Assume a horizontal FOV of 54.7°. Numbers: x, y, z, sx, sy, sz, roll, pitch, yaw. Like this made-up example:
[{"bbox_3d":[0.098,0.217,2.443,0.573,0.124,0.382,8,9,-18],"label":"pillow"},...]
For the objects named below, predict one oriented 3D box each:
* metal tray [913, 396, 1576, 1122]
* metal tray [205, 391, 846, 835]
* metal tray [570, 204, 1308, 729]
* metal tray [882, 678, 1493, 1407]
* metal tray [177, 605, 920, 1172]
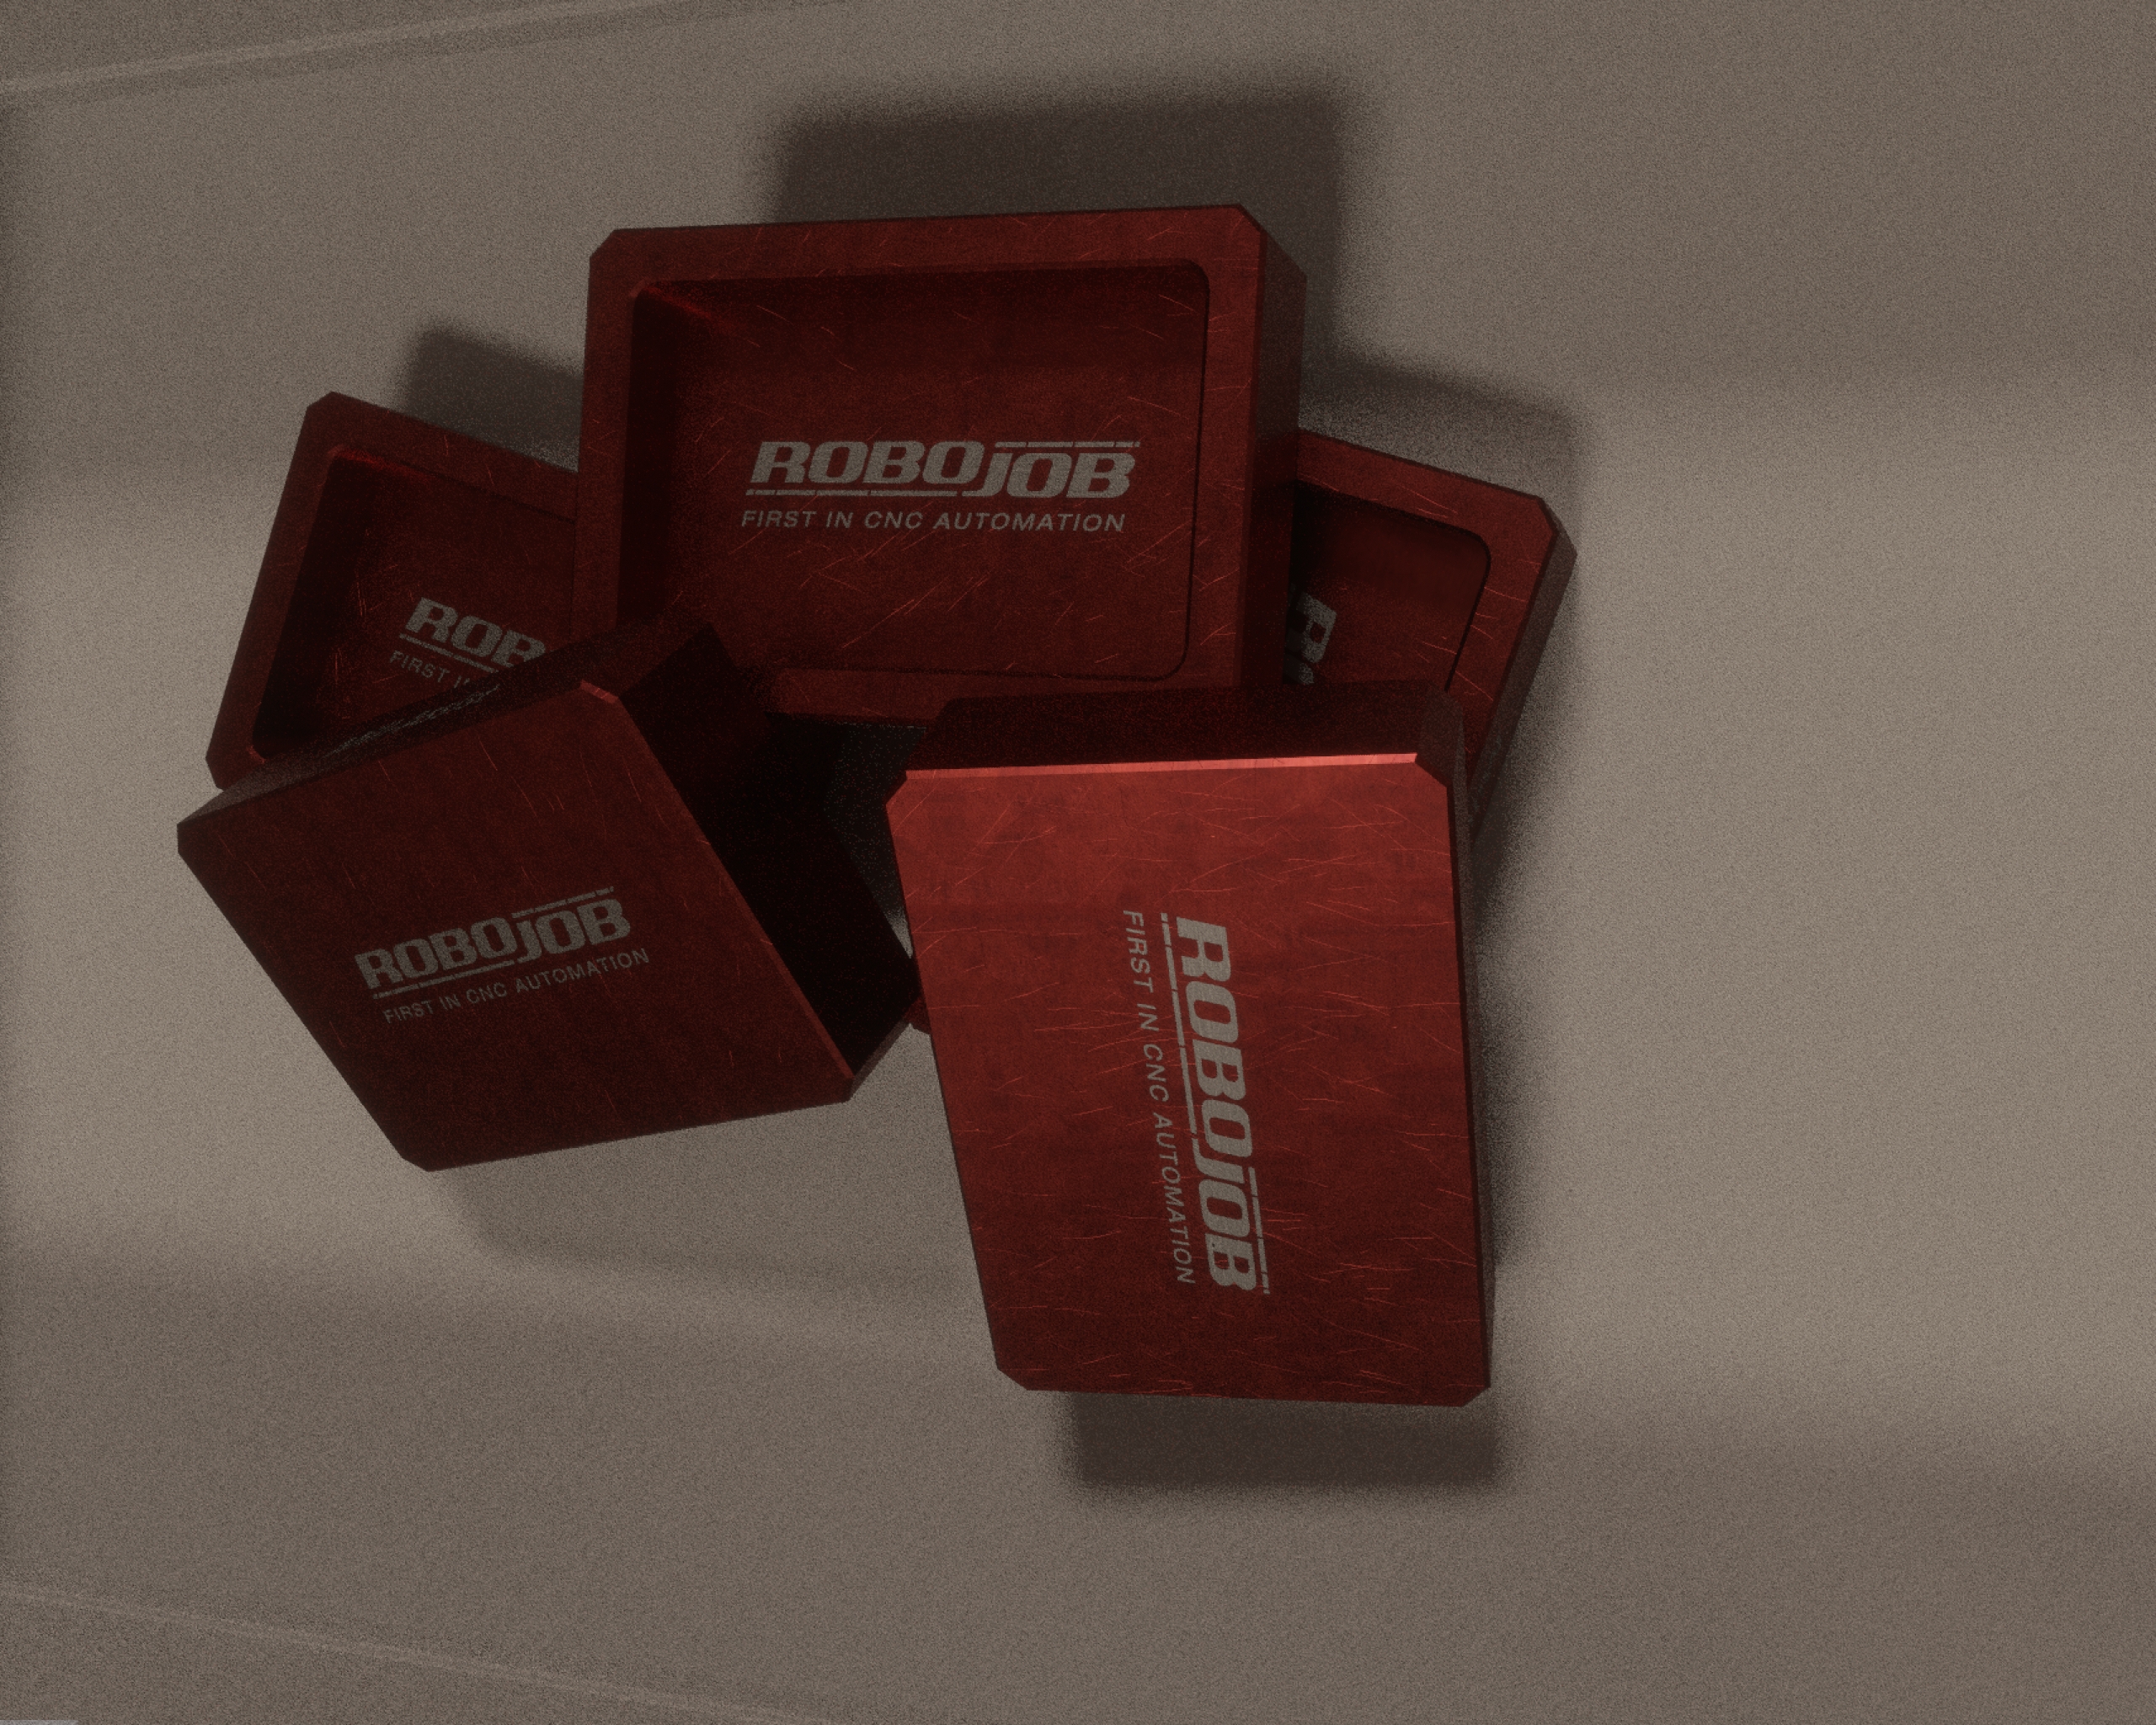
[{"bbox_3d":[0.029,-0.016,0.395,0.090,0.030,0.129,20,97,18],"label":"metal tray"},{"bbox_3d":[-0.115,-0.038,0.444,0.130,0.030,0.089,21,97,18],"label":"metal tray"},{"bbox_3d":[-0.027,-0.070,0.383,0.130,0.030,0.089,4,91,19],"label":"metal tray"},{"bbox_3d":[0.024,0.035,0.363,0.090,0.030,0.129,-2,118,14],"label":"metal tray"},{"bbox_3d":[-0.104,0.010,0.405,0.130,0.030,0.090,-13,115,34],"label":"metal tray"}]
